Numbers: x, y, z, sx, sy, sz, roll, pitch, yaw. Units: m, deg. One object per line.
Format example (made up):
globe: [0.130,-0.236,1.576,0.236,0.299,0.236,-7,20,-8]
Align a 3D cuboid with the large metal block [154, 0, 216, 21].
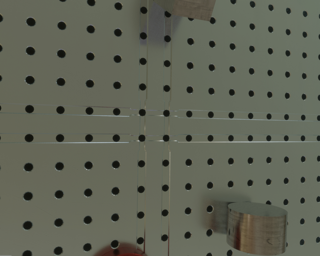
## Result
large metal block: [0.034,-0.185,0.381,0.050,0.080,0.079,2,121,-20]

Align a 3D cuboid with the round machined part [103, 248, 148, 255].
round machined part: [-0.044,0.207,0.389,0.099,0.042,0.097,0,90,-21]

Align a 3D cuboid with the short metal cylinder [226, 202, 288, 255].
short metal cylinder: [0.135,0.138,0.435,0.081,0.080,0.050,3,89,-20]
